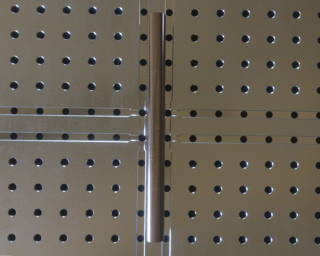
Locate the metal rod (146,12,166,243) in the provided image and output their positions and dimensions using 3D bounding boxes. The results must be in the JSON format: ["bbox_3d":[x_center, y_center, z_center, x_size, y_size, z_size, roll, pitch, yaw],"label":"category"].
[{"bbox_3d":[-0.006,-0.001,0.413,0.025,0.025,0.298,0,90,-1],"label":"metal rod"}]
